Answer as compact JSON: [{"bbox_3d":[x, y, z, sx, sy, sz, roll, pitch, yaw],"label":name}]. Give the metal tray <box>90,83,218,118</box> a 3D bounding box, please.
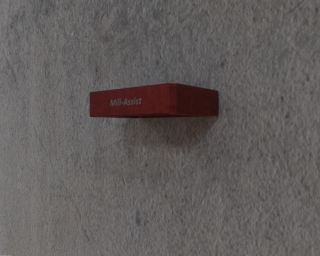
[{"bbox_3d":[-0.009,-0.028,0.367,0.130,0.091,0.030,0,90,39],"label":"metal tray"}]
